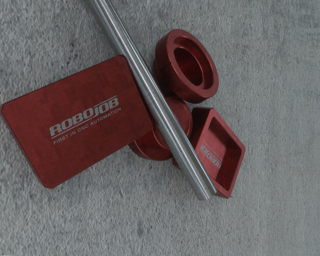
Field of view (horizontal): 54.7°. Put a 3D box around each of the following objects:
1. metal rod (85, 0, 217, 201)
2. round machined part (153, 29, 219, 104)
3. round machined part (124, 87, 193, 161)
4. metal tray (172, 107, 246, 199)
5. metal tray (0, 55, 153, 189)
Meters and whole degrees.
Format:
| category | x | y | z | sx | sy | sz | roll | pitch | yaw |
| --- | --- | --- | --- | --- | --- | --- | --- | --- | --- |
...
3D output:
| category | x | y | z | sx | sy | sz | roll | pitch | yaw |
| --- | --- | --- | --- | --- | --- | --- | --- | --- | --- |
| metal rod | -0.017 | -0.051 | 0.348 | 0.025 | 0.025 | 0.299 | -34 | 98 | -35 |
| round machined part | 0.030 | -0.076 | 0.405 | 0.099 | 0.042 | 0.098 | 25 | 52 | -36 |
| round machined part | 0.004 | -0.006 | 0.399 | 0.099 | 0.042 | 0.097 | 0 | 90 | -40 |
| metal tray | 0.077 | 0.039 | 0.453 | 0.130 | 0.030 | 0.090 | 42 | 64 | -44 |
| metal tray | -0.080 | -0.010 | 0.321 | 0.131 | 0.030 | 0.090 | -31 | 107 | -27 |
